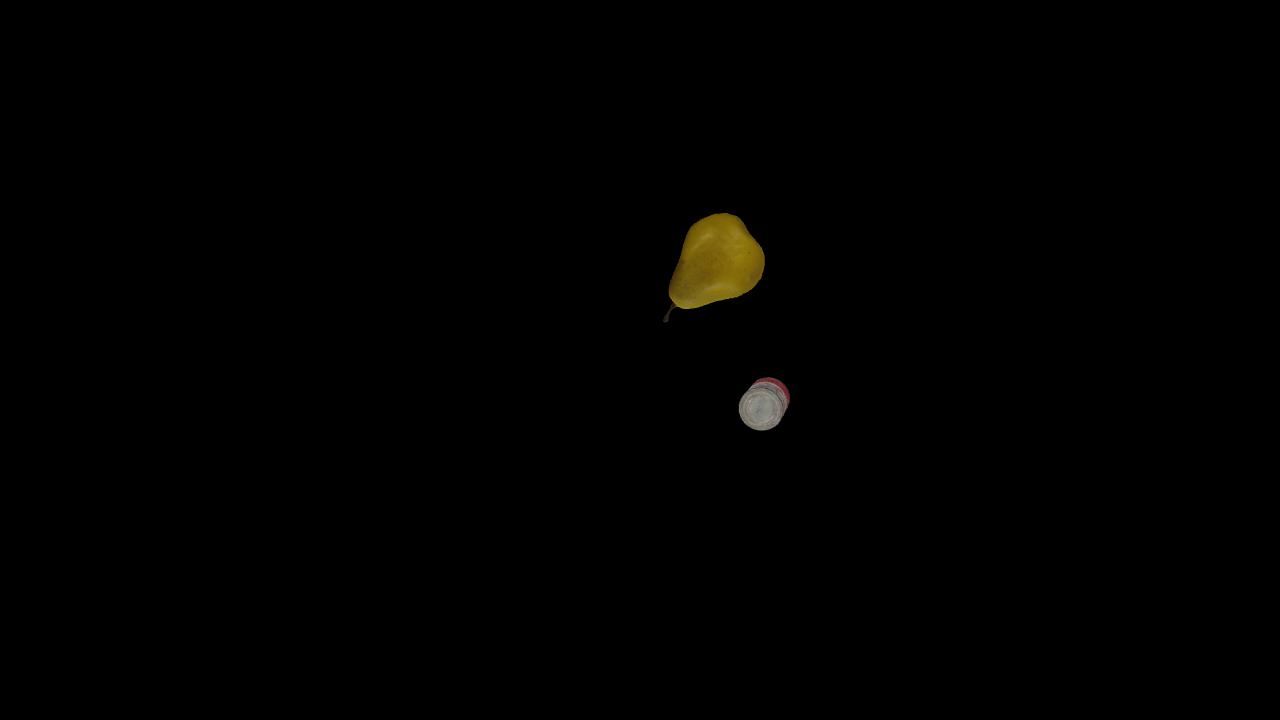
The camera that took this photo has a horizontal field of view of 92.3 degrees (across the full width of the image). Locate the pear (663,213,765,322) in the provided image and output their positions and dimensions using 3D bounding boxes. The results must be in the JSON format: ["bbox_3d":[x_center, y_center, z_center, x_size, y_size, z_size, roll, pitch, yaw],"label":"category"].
[{"bbox_3d":[0.058,-0.082,0.572,0.111,0.080,0.080,-35,-9,14],"label":"pear"}]

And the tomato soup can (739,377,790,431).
[{"bbox_3d":[0.192,0.067,0.946,0.068,0.068,0.101,0,7,18],"label":"tomato soup can"}]
